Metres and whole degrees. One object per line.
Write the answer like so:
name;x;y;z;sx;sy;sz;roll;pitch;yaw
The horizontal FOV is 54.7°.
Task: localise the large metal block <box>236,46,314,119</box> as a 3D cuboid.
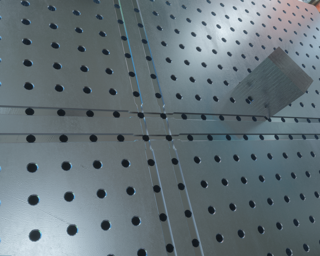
large metal block;0.193;-0.076;0.526;0.080;0.080;0.050;47;51;4
